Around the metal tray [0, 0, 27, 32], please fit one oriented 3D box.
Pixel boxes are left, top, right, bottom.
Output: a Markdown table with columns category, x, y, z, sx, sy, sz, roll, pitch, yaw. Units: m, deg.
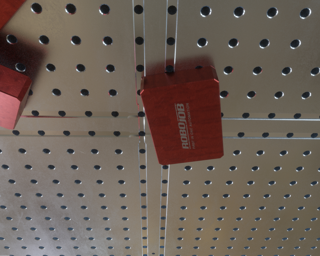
| category | x | y | z | sx | sy | sz | roll | pitch | yaw |
| --- | --- | --- | --- | --- | --- | --- | --- | --- | --- |
| metal tray | -0.172 | -0.141 | 0.285 | 0.130 | 0.030 | 0.090 | -34 | 123 | 25 |

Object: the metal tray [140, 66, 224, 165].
| category | x | y | z | sx | sy | sz | roll | pitch | yaw |
| --- | --- | --- | --- | --- | --- | --- | --- | --- | --- |
| metal tray | 0.032 | -0.010 | 0.400 | 0.090 | 0.030 | 0.129 | -8 | 130 | 6 |

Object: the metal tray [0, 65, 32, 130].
| category | x | y | z | sx | sy | sz | roll | pitch | yaw |
| --- | --- | --- | --- | --- | --- | --- | --- | --- | --- |
| metal tray | -0.218 | -0.050 | 0.342 | 0.131 | 0.030 | 0.090 | 24 | 148 | -20 |
